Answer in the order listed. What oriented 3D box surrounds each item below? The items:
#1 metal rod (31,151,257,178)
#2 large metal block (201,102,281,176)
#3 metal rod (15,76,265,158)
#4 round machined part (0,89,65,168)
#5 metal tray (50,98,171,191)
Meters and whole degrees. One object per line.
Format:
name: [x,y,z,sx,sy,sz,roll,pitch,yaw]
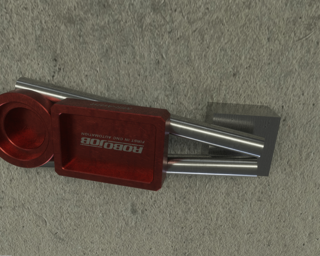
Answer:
metal rod: [-0.035,0.044,0.392,0.301,0.025,0.025,1,111,13]
large metal block: [0.101,0.013,0.402,0.081,0.050,0.079,4,110,-2]
metal rod: [-0.030,-0.015,0.370,0.301,0.025,0.025,15,110,8]
round machined part: [-0.166,-0.002,0.393,0.098,0.042,0.097,3,110,9]
metal tray: [-0.057,0.018,0.359,0.131,0.030,0.089,7,110,10]
